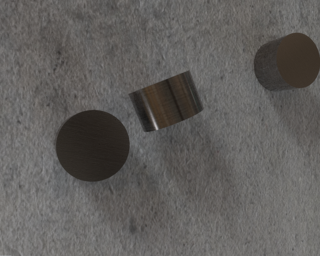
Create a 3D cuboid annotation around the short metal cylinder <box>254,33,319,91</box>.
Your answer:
[{"bbox_3d":[0.191,-0.097,0.468,0.081,0.050,0.079,0,90,-21],"label":"short metal cylinder"}]

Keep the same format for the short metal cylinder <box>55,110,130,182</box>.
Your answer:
[{"bbox_3d":[-0.081,0.020,0.366,0.081,0.050,0.079,0,90,-20],"label":"short metal cylinder"}]

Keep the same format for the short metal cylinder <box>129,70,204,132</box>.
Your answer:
[{"bbox_3d":[0.008,-0.034,0.384,0.081,0.080,0.050,-24,99,-19],"label":"short metal cylinder"}]
